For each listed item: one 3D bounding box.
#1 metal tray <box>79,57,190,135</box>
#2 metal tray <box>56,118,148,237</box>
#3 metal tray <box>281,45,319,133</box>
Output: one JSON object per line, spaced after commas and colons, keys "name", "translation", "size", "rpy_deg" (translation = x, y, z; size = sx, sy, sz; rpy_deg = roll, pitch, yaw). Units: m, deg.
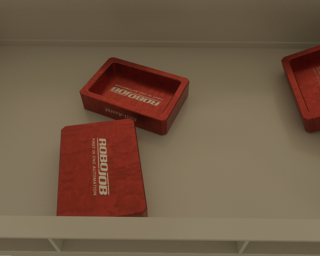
{"name": "metal tray", "translation": [-0.034, -0.049, 0.442], "size": [0.130, 0.030, 0.090], "rpy_deg": [19, 52, 15]}
{"name": "metal tray", "translation": [-0.067, 0.051, 0.359], "size": [0.091, 0.030, 0.130], "rpy_deg": [-7, 50, -6]}
{"name": "metal tray", "translation": [0.232, -0.062, 0.431], "size": [0.090, 0.030, 0.130], "rpy_deg": [-17, 47, 20]}
